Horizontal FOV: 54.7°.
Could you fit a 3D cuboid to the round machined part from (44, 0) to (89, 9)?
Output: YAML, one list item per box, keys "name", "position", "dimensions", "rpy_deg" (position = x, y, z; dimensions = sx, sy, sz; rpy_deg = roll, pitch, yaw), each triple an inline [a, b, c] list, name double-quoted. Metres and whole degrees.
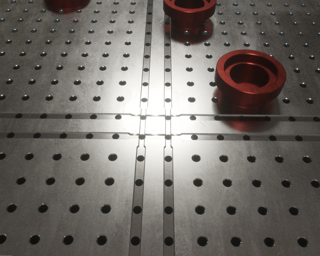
- name: "round machined part"
  position: [-0.195, -0.291, 0.638]
  dimensions: [0.099, 0.042, 0.098]
  rpy_deg: [0, 50, 0]

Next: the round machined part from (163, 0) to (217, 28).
- name: "round machined part"
  position: [0.055, -0.226, 0.588]
  dimensions: [0.099, 0.042, 0.098]
  rpy_deg: [0, 50, 0]

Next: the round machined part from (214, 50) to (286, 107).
- name: "round machined part"
  position: [0.130, -0.070, 0.457]
  dimensions: [0.099, 0.042, 0.098]
  rpy_deg: [0, 50, 0]
